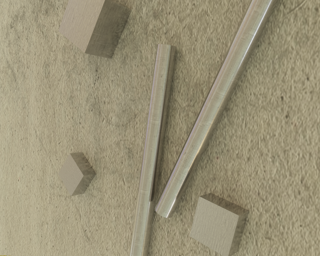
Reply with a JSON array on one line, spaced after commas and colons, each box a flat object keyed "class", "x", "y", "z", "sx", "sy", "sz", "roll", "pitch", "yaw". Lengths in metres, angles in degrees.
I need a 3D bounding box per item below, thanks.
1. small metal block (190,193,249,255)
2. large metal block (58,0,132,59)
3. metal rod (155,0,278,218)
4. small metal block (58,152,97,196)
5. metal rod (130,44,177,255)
[{"class": "small metal block", "x": 0.066, "y": 0.108, "z": 0.349, "sx": 0.050, "sy": 0.025, "sz": 0.050, "roll": 20, "pitch": 102, "yaw": 38}, {"class": "large metal block", "x": -0.100, "y": -0.162, "z": 0.468, "sx": 0.080, "sy": 0.050, "sz": 0.079, "roll": 41, "pitch": 115, "yaw": 32}, {"class": "metal rod", "x": 0.061, "y": -0.023, "z": 0.353, "sx": 0.025, "sy": 0.025, "sz": 0.298, "roll": 35, "pitch": 112, "yaw": 34}, {"class": "small metal block", "x": -0.139, "y": 0.076, "z": 0.516, "sx": 0.050, "sy": 0.025, "sz": 0.050, "roll": 49, "pitch": 119, "yaw": 28}, {"class": "metal rod", "x": -0.011, "y": 0.042, "z": 0.412, "sx": 0.025, "sy": 0.025, "sz": 0.298, "roll": 13, "pitch": 98, "yaw": 39}]
